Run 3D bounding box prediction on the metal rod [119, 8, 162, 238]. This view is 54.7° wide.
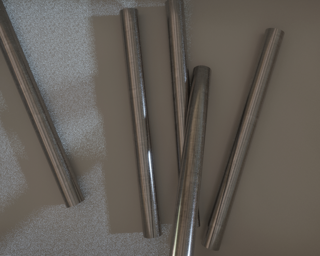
[{"bbox_3d":[-0.025,-0.006,0.411,0.025,0.025,0.298,-6,90,-1],"label":"metal rod"}]

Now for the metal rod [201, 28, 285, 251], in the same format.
[{"bbox_3d":[0.110,0.015,0.412,0.025,0.025,0.298,17,90,-1],"label":"metal rod"}]

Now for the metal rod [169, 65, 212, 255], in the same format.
[{"bbox_3d":[0.034,0.057,0.350,0.025,0.025,0.299,10,65,0],"label":"metal rod"}]

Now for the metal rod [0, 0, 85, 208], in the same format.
[{"bbox_3d":[-0.169,-0.038,0.409,0.025,0.025,0.299,-23,90,0],"label":"metal rod"}]

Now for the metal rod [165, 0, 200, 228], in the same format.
[{"bbox_3d":[0.030,-0.018,0.411,0.025,0.025,0.298,-4,90,-1],"label":"metal rod"}]
